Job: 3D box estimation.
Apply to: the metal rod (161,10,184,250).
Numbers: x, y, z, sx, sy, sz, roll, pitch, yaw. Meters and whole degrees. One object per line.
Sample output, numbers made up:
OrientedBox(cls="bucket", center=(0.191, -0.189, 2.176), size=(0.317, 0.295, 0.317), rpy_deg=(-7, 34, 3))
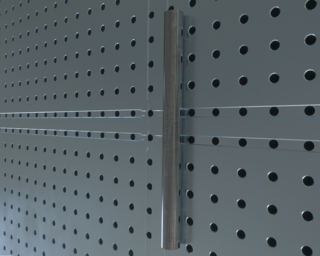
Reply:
OrientedBox(cls="metal rod", center=(0.016, 0.003, 0.397), size=(0.025, 0.025, 0.298), rpy_deg=(1, 91, 40))
